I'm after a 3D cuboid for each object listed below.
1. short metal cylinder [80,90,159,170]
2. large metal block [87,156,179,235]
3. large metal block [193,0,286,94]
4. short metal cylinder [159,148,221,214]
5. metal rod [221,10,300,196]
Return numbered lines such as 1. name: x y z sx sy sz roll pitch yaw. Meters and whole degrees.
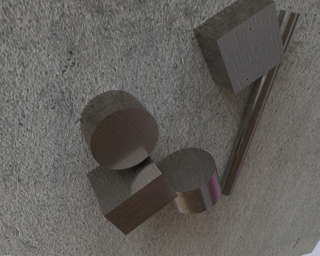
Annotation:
1. short metal cylinder: -0.048 0.002 0.366 0.081 0.050 0.079 -14 124 -21
2. large metal block: -0.037 0.073 0.396 0.080 0.080 0.050 -36 129 -5
3. large metal block: 0.099 -0.103 0.382 0.080 0.050 0.080 -35 129 -5
4. short metal cylinder: 0.043 0.074 0.441 0.080 0.080 0.050 -28 128 -11
5. metal rod: 0.142 -0.022 0.471 0.025 0.025 0.298 -2 120 -28
